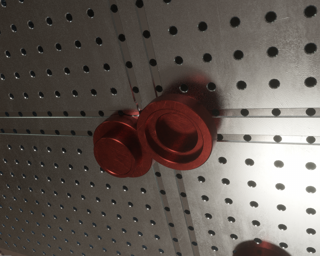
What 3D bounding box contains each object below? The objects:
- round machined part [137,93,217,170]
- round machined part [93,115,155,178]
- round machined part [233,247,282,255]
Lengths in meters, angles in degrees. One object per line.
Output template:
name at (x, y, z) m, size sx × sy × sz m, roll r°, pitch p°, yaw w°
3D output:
round machined part at (0.024, 0.001, 0.387) m, size 0.098 × 0.042 × 0.097 m, roll 13°, pitch 124°, yaw 20°
round machined part at (-0.056, 0.033, 0.449) m, size 0.098 × 0.042 × 0.097 m, roll 13°, pitch 124°, yaw 20°
round machined part at (0.151, 0.228, 0.461) m, size 0.098 × 0.042 × 0.097 m, roll 13°, pitch 124°, yaw 20°
